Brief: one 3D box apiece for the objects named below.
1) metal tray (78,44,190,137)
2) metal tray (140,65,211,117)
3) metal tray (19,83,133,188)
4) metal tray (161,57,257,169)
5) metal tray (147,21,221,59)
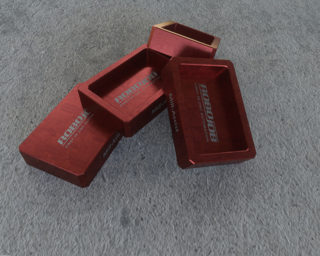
[{"bbox_3d":[-0.028,-0.055,0.408,0.090,0.030,0.131,34,57,25],"label":"metal tray"},{"bbox_3d":[0.033,-0.070,0.460,0.130,0.030,0.090,21,53,16],"label":"metal tray"},{"bbox_3d":[-0.099,0.003,0.397,0.090,0.030,0.130,19,52,15],"label":"metal tray"},{"bbox_3d":[0.057,-0.020,0.375,0.091,0.030,0.129,-3,72,-24],"label":"metal tray"},{"bbox_3d":[0.041,-0.129,0.466,0.090,0.030,0.130,21,25,4],"label":"metal tray"}]
